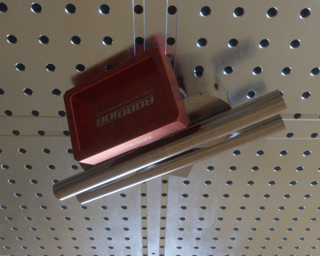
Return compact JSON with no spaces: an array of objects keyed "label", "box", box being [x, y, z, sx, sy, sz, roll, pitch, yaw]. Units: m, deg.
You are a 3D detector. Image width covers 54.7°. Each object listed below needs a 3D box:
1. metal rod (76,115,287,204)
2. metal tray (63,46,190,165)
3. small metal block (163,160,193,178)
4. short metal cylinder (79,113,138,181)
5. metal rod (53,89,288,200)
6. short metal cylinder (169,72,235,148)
[{"label":"metal rod","box":[0.015,0.046,0.417,0.300,0.025,0.025,-22,127,17]},{"label":"metal tray","box":[-0.042,-0.022,0.347,0.130,0.090,0.030,-23,159,17]},{"label":"small metal block","box":[0.022,0.043,0.447,0.050,0.025,0.050,11,129,-10]},{"label":"short metal cylinder","box":[-0.065,0.026,0.416,0.081,0.050,0.079,0,130,0]},{"label":"metal rod","box":[-0.003,0.028,0.368,0.300,0.025,0.025,-23,127,18]},{"label":"short metal cylinder","box":[0.046,-0.021,0.378,0.081,0.050,0.079,0,130,0]}]
